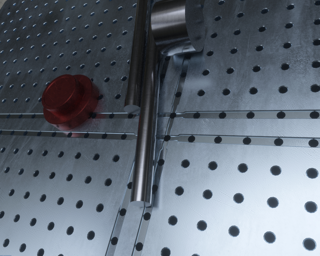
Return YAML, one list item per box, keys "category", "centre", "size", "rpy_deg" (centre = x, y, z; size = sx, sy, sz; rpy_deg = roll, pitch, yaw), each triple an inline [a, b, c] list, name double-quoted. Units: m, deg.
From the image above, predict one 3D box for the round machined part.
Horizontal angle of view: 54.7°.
- category: "round machined part"
  centre: [-0.153, -0.049, 0.508]
  size: [0.098, 0.042, 0.098]
  rpy_deg: [-13, 56, 21]

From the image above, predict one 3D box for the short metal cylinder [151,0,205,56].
- category: "short metal cylinder"
  centre: [0.029, -0.147, 0.449]
  size: [0.050, 0.080, 0.080]
  rpy_deg: [-2, 61, 27]

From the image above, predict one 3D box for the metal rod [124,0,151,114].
- category: "metal rod"
  centre: [-0.033, -0.155, 0.521]
  size: [0.025, 0.025, 0.299]
  rpy_deg: [-11, 57, 22]

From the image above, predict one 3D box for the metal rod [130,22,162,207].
- category: "metal rod"
  centre: [-0.014, -0.040, 0.440]
  size: [0.025, 0.025, 0.299]
  rpy_deg: [-10, 57, 23]
